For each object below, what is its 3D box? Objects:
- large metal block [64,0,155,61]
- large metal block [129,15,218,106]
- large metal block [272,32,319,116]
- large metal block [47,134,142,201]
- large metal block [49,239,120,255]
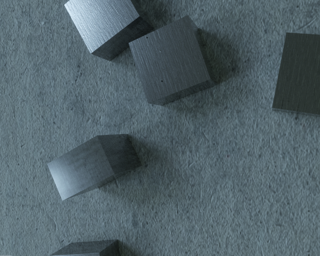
[{"bbox_3d":[-0.068,-0.151,0.420,0.080,0.050,0.080,-32,80,17],"label":"large metal block"},{"bbox_3d":[0.018,-0.080,0.389,0.080,0.050,0.080,-20,84,19],"label":"large metal block"},{"bbox_3d":[0.171,-0.054,0.335,0.080,0.050,0.079,11,94,19],"label":"large metal block"},{"bbox_3d":[-0.083,0.049,0.409,0.080,0.080,0.050,-29,81,18],"label":"large metal block"},{"bbox_3d":[-0.099,0.206,0.431,0.080,0.050,0.080,-12,86,19],"label":"large metal block"}]
